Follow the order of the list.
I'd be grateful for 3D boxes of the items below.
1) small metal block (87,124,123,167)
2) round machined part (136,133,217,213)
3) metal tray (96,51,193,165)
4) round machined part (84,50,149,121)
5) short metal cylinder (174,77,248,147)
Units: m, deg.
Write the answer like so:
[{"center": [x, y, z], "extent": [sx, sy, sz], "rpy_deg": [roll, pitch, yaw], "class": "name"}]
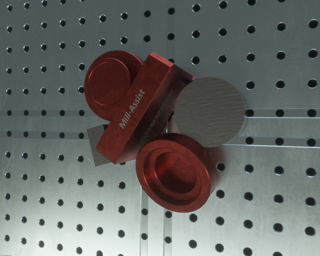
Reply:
[{"center": [-0.069, 0.022, 0.419], "extent": [0.025, 0.050, 0.050], "rpy_deg": [-16, 85, 19], "class": "small metal block"}, {"center": [0.023, 0.050, 0.379], "extent": [0.098, 0.042, 0.097], "rpy_deg": [12, 117, 26], "class": "round machined part"}, {"center": [-0.015, -0.021, 0.379], "extent": [0.030, 0.090, 0.129], "rpy_deg": [35, 101, 16], "class": "metal tray"}, {"center": [-0.062, -0.058, 0.420], "extent": [0.098, 0.042, 0.097], "rpy_deg": [0, 90, 19], "class": "round machined part"}, {"center": [0.063, -0.018, 0.373], "extent": [0.080, 0.050, 0.079], "rpy_deg": [0, 90, 20], "class": "short metal cylinder"}]
